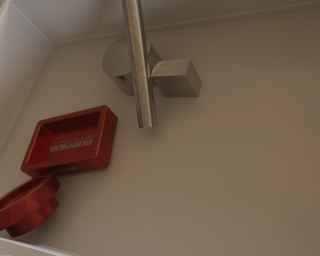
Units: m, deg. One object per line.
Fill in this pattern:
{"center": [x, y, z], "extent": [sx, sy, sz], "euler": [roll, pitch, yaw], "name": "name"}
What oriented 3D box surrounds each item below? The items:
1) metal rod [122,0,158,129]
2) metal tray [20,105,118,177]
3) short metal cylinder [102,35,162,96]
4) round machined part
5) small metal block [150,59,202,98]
{"center": [-0.035, -0.149, 0.411], "extent": [0.025, 0.025, 0.298], "euler": [-8, 90, 24], "name": "metal rod"}
{"center": [-0.131, 0.021, 0.450], "extent": [0.130, 0.030, 0.090], "euler": [-11, 52, 21], "name": "metal tray"}
{"center": [-0.040, -0.096, 0.468], "extent": [0.080, 0.050, 0.080], "euler": [-13, 56, 20], "name": "short metal cylinder"}
{"center": [-0.172, 0.102, 0.400], "extent": [0.098, 0.042, 0.098], "euler": [-27, 13, 7], "name": "round machined part"}
{"center": [0.023, -0.065, 0.417], "extent": [0.050, 0.050, 0.025], "euler": [2, 63, 29], "name": "small metal block"}
